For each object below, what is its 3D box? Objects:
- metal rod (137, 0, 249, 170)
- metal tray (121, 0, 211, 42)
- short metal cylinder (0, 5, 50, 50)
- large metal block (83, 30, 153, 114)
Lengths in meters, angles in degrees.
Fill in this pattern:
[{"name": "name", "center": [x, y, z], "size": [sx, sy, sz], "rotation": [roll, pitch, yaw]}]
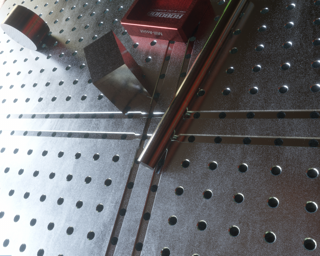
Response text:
[{"name": "metal rod", "center": [0.054, -0.079, 0.427], "size": [0.025, 0.025, 0.300], "rotation": [19, 71, 35]}, {"name": "metal tray", "center": [0.007, -0.194, 0.520], "size": [0.130, 0.030, 0.090], "rotation": [19, 72, 35]}, {"name": "short metal cylinder", "center": [-0.281, -0.209, 0.649], "size": [0.080, 0.080, 0.050], "rotation": [17, 71, 34]}, {"name": "large metal block", "center": [-0.062, -0.080, 0.455], "size": [0.050, 0.080, 0.080], "rotation": [-30, 52, 9]}]
